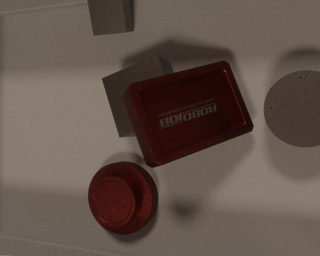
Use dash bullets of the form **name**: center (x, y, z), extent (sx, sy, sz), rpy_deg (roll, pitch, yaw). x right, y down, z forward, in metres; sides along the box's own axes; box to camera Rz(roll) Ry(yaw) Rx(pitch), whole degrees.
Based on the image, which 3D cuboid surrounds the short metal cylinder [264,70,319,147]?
- **short metal cylinder**: center (0.157, -0.020, 0.342), extent (0.080, 0.050, 0.079), rpy_deg (0, 90, 19)

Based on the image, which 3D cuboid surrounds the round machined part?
- **round machined part**: center (-0.056, 0.096, 0.420), extent (0.098, 0.042, 0.097), rpy_deg (0, 90, 19)

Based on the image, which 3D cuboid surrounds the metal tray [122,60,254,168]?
- **metal tray**: center (0.034, -0.018, 0.352), extent (0.131, 0.030, 0.090), rpy_deg (-18, 85, -23)

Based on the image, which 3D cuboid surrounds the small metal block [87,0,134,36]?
- **small metal block**: center (-0.067, -0.156, 0.425), extent (0.050, 0.025, 0.050), rpy_deg (1, 111, 19)

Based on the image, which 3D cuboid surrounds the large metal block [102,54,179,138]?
- **large metal block**: center (-0.018, -0.038, 0.403), extent (0.080, 0.050, 0.080), rpy_deg (-19, 84, 18)
